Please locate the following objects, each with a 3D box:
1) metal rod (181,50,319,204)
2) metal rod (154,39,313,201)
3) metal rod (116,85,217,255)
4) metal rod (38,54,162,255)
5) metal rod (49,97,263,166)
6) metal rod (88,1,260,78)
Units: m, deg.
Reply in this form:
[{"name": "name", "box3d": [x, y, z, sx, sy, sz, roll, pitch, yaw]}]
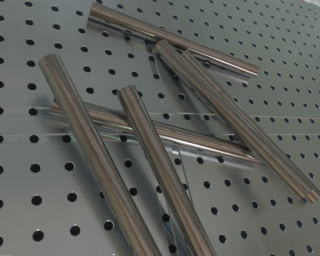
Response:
[{"name": "metal rod", "box3d": [0.135, -0.005, 0.482, 0.300, 0.025, 0.025, 48, 51, 5]}, {"name": "metal rod", "box3d": [0.096, -0.021, 0.448, 0.025, 0.025, 0.300, -30, 71, -37]}, {"name": "metal rod", "box3d": [0.023, 0.087, 0.348, 0.025, 0.025, 0.299, -19, 77, -35]}, {"name": "metal rod", "box3d": [-0.053, 0.054, 0.326, 0.025, 0.025, 0.299, -23, 80, -36]}, {"name": "metal rod", "box3d": [0.013, 0.009, 0.409, 0.302, 0.025, 0.025, 15, 56, -20]}, {"name": "metal rod", "box3d": [0.035, -0.139, 0.510, 0.302, 0.025, 0.025, 15, 56, -20]}]
